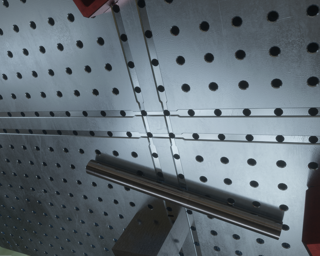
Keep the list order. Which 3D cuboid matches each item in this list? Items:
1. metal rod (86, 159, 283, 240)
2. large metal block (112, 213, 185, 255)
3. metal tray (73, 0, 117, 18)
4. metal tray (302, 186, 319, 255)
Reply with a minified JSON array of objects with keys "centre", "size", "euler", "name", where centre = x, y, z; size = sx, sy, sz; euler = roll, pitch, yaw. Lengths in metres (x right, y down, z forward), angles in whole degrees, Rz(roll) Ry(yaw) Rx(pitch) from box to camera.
[{"centre":[0.023,0.100,0.461],"size":[0.301,0.025,0.025],"euler":[15,125,19],"name":"metal rod"},{"centre":[-0.016,0.188,0.501],"size":[0.080,0.080,0.050],"euler":[-3,117,30],"name":"large metal block"},{"centre":[-0.081,-0.198,0.328],"size":[0.090,0.030,0.130],"euler":[-24,106,36],"name":"metal tray"},{"centre":[0.216,0.087,0.309],"size":[0.130,0.090,0.030],"euler":[-21,107,36],"name":"metal tray"}]
